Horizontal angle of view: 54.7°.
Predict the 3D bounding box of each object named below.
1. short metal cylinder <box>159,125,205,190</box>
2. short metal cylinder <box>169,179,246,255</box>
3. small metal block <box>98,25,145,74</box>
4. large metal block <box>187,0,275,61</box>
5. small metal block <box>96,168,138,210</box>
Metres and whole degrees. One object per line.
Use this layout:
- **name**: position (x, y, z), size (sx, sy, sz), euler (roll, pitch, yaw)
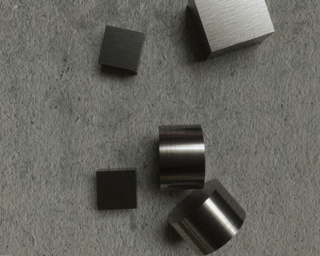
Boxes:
- **short metal cylinder**: position (0.025, 0.036, 0.383), size (0.050, 0.080, 0.080), euler (-2, 90, 0)
- **short metal cylinder**: position (0.057, 0.108, 0.383), size (0.080, 0.080, 0.050), euler (-41, 90, 0)
- **small metal block**: position (-0.050, -0.103, 0.410), size (0.050, 0.025, 0.050), euler (12, 90, 0)
- **large metal block**: position (0.088, -0.142, 0.398), size (0.080, 0.050, 0.080), euler (-18, 90, 0)
- **small metal block**: position (-0.056, 0.080, 0.410), size (0.050, 0.025, 0.050), euler (-2, 90, 0)
